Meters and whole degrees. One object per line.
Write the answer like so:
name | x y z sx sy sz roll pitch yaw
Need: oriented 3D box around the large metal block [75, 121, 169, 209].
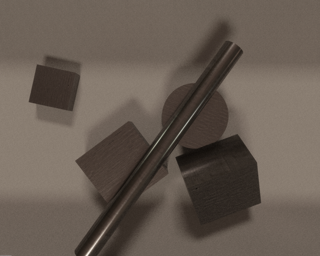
large metal block | -0.046 0.047 0.398 0.080 0.050 0.080 -37 90 0

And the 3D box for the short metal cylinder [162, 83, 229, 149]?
short metal cylinder | 0.043 -0.015 0.400 0.081 0.050 0.079 0 90 -1

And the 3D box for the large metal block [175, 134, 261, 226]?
large metal block | 0.073 0.065 0.380 0.080 0.050 0.080 -21 130 0

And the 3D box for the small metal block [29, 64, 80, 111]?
small metal block | -0.139 -0.052 0.410 0.050 0.025 0.050 12 90 -1

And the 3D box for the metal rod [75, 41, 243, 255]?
metal rod | -0.001 0.027 0.361 0.025 0.025 0.299 36 90 -1
